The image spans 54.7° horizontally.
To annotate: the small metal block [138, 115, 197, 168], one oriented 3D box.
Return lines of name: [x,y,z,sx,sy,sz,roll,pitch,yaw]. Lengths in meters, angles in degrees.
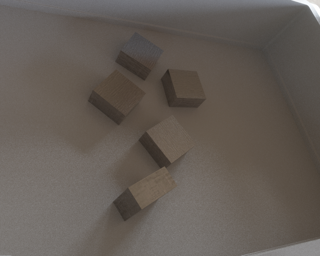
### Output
small metal block: [0.010,0.018,0.399,0.050,0.025,0.050,-32,80,-38]

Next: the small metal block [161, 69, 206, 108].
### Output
small metal block: [0.035,-0.058,0.460,0.050,0.025,0.050,-1,62,-29]

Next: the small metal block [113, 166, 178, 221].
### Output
small metal block: [-0.017,0.072,0.337,0.050,0.050,0.025,-25,76,-37]

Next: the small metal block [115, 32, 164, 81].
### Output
small metal block: [-0.029,-0.105,0.454,0.050,0.025,0.050,32,51,-7]

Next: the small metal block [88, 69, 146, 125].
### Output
small metal block: [-0.055,-0.040,0.400,0.050,0.025,0.050,39,51,-2]
